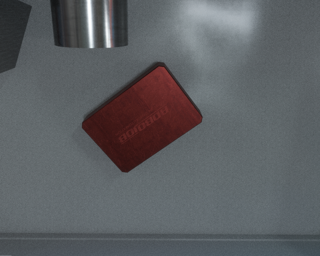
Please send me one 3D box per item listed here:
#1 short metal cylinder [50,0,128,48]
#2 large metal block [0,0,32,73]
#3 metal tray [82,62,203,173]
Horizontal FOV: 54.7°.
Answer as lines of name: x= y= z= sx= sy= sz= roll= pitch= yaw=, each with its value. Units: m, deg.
short metal cylinder: x=-0.075 y=-0.117 z=0.338 sx=0.081 sy=0.080 sz=0.050 roll=1 pitch=110 yaw=-1
large metal block: x=-0.191 y=-0.106 z=0.340 sx=0.050 sy=0.080 sz=0.079 roll=22 pitch=109 yaw=-8
metal tray: x=-0.023 y=-0.012 z=0.404 sx=0.130 sy=0.030 sz=0.090 roll=-35 pitch=107 yaw=11
